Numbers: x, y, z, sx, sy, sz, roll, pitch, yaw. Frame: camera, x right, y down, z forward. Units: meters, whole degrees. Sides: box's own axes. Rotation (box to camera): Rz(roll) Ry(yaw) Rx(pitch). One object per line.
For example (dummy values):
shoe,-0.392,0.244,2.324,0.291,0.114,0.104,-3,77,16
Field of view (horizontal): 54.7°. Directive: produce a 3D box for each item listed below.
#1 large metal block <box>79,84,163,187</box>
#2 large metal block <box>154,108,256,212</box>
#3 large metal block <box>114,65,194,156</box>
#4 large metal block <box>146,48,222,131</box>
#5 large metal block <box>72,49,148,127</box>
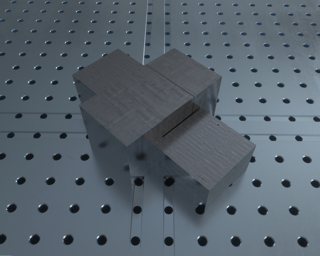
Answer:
large metal block,-0.043,0.009,0.365,0.050,0.080,0.080,-37,60,-27
large metal block,0.050,0.034,0.363,0.080,0.050,0.080,-37,60,-26
large metal block,-0.008,-0.019,0.388,0.050,0.080,0.080,-37,60,-27
large metal block,0.029,-0.045,0.411,0.050,0.080,0.080,-37,60,-27
large metal block,-0.061,-0.056,0.435,0.080,0.050,0.080,37,60,26
